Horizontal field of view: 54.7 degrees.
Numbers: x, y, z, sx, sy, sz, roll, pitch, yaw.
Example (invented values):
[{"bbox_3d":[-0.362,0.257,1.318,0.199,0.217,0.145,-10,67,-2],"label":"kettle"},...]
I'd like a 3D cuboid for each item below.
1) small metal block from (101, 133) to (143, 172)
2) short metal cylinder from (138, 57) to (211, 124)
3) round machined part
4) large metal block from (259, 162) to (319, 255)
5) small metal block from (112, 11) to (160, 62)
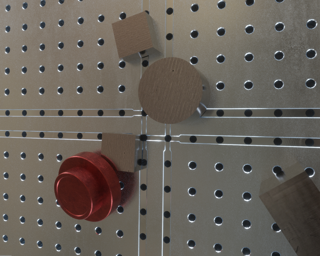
[{"bbox_3d":[-0.053,0.033,0.430,0.050,0.025,0.050,4,91,19],"label":"small metal block"},{"bbox_3d":[0.020,-0.045,0.392,0.080,0.050,0.079,0,90,19],"label":"short metal cylinder"},{"bbox_3d":[-0.105,0.085,0.424,0.098,0.042,0.097,9,109,28],"label":"round machined part"},{"bbox_3d":[0.152,0.087,0.330,0.050,0.080,0.080,-35,79,16],"label":"large metal block"},{"bbox_3d":[-0.033,-0.124,0.423,0.050,0.025,0.050,-14,86,19],"label":"small metal block"}]
